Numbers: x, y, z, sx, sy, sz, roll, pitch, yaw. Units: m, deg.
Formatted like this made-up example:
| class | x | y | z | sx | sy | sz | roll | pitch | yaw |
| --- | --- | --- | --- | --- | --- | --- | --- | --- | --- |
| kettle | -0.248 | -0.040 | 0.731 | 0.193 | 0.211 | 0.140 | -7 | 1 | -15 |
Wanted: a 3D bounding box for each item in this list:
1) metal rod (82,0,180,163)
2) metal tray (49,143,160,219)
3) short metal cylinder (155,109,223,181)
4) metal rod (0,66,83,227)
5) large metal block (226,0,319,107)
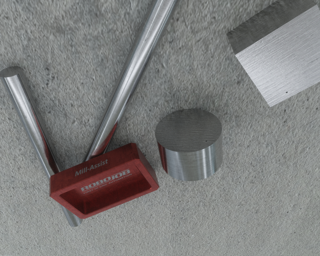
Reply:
| class | x | y | z | sx | sy | sz | roll | pitch | yaw |
| --- | --- | --- | --- | --- | --- | --- | --- | --- | --- |
| metal rod | -0.047 | -0.036 | 0.375 | 0.025 | 0.025 | 0.298 | 19 | 128 | -16 |
| metal tray | -0.077 | 0.079 | 0.444 | 0.130 | 0.030 | 0.090 | -23 | 138 | 4 |
| short metal cylinder | 0.038 | 0.020 | 0.389 | 0.080 | 0.080 | 0.050 | -7 | 130 | 5 |
| metal rod | -0.159 | 0.049 | 0.446 | 0.025 | 0.025 | 0.298 | -3 | 130 | 2 |
| large metal block | 0.129 | -0.081 | 0.324 | 0.080 | 0.050 | 0.080 | -30 | 124 | 23 |
